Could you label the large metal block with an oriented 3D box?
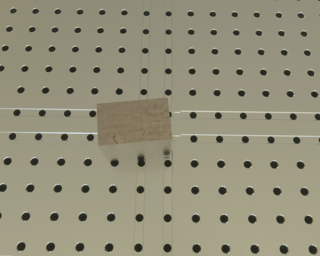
[{"bbox_3d":[-0.029,0.006,0.380,0.081,0.080,0.050,-5,70,-2],"label":"large metal block"}]
